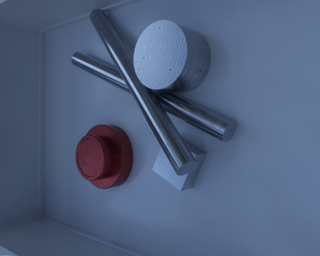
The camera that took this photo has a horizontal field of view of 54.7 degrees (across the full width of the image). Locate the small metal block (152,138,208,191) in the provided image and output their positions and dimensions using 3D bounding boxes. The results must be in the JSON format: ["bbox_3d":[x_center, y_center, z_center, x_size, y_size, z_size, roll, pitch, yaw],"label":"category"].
[{"bbox_3d":[0.024,0.042,0.386,0.050,0.025,0.050,33,110,35],"label":"small metal block"}]

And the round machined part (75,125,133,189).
[{"bbox_3d":[-0.090,0.044,0.468,0.098,0.042,0.097,0,90,39],"label":"round machined part"}]

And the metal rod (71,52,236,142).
[{"bbox_3d":[-0.030,-0.055,0.429,0.300,0.025,0.025,29,108,35],"label":"metal rod"}]

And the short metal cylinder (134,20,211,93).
[{"bbox_3d":[0.014,-0.084,0.377,0.080,0.050,0.079,0,90,39],"label":"short metal cylinder"}]

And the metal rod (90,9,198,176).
[{"bbox_3d":[-0.035,-0.066,0.404,0.025,0.025,0.299,-50,52,28],"label":"metal rod"}]
